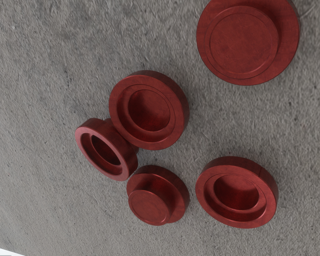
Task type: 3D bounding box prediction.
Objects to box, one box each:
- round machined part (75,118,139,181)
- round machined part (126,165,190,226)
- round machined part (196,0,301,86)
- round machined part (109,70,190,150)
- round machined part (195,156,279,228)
[{"bbox_3d":[-0.069,0.025,0.437,0.098,0.042,0.097,27,142,24],"label":"round machined part"},{"bbox_3d":[-0.008,0.108,0.467,0.098,0.042,0.097,13,124,21],"label":"round machined part"},{"bbox_3d":[0.081,-0.086,0.300,0.098,0.042,0.097,13,124,21],"label":"round machined part"},{"bbox_3d":[-0.010,-0.025,0.383,0.098,0.042,0.097,11,120,19],"label":"round machined part"},{"bbox_3d":[0.098,0.075,0.391,0.098,0.042,0.097,13,124,21],"label":"round machined part"}]
